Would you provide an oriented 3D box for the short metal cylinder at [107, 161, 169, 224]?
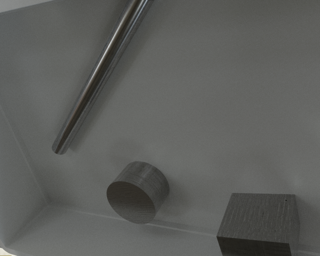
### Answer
[{"bbox_3d":[-0.033,0.097,0.468,0.080,0.050,0.079,13,124,20],"label":"short metal cylinder"}]

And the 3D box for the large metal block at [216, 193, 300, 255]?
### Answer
[{"bbox_3d":[0.125,0.127,0.385,0.080,0.080,0.050,-5,116,30],"label":"large metal block"}]

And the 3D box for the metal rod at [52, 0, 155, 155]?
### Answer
[{"bbox_3d":[-0.092,-0.054,0.421,0.025,0.025,0.298,41,129,0],"label":"metal rod"}]
